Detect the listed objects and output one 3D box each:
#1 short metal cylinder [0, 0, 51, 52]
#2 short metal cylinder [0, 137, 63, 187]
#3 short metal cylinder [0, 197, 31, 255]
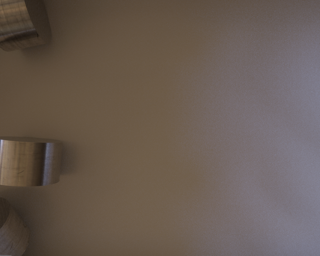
[{"bbox_3d":[-0.175,-0.139,0.382,0.050,0.080,0.080,-13,90,0],"label":"short metal cylinder"},{"bbox_3d":[-0.164,0.039,0.382,0.081,0.080,0.050,5,90,-1],"label":"short metal cylinder"},{"bbox_3d":[-0.207,0.131,0.374,0.080,0.080,0.050,-18,124,-1],"label":"short metal cylinder"}]
